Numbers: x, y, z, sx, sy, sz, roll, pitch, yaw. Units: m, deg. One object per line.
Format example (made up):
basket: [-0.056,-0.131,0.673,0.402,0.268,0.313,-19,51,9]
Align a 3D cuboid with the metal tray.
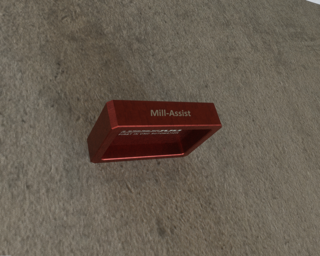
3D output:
metal tray: [-0.007,0.006,0.354,0.131,0.090,0.030,-1,62,-29]
